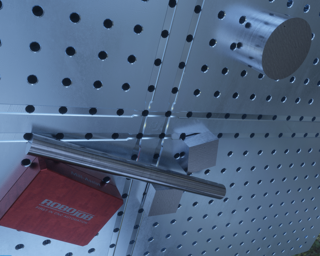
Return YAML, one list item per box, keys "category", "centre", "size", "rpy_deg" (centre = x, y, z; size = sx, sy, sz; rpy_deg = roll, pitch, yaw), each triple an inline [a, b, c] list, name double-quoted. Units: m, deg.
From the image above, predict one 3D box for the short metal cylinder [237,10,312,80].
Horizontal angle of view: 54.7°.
- category: "short metal cylinder"
  centre: [0.151, -0.111, 0.411]
  size: [0.081, 0.050, 0.079]
  rpy_deg: [-14, 125, -21]

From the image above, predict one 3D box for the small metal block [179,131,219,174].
- category: "small metal block"
  centre: [0.059, 0.037, 0.468]
  size: [0.050, 0.025, 0.050]
  rpy_deg: [-13, 124, -22]

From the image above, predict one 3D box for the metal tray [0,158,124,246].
- category: "metal tray"
  centre: [-0.124, 0.099, 0.403]
  size: [0.090, 0.030, 0.130]
  rpy_deg: [-50, 129, 7]

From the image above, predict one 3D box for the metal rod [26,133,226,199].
- category: "metal rod"
  centre: [-0.024, 0.060, 0.422]
  size: [0.302, 0.025, 0.025]
  rpy_deg: [19, 108, -32]

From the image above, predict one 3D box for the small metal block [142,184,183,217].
- category: "small metal block"
  centre: [0.004, 0.107, 0.482]
  size: [0.050, 0.025, 0.050]
  rpy_deg: [1, 118, -29]
